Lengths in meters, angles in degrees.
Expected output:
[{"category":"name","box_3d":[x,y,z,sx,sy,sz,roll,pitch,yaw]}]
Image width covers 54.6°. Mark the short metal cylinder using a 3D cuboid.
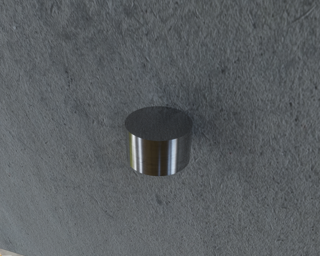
[{"category":"short metal cylinder","box_3d":[-0.002,0.014,0.381,0.080,0.080,0.050,14,124,20]}]
